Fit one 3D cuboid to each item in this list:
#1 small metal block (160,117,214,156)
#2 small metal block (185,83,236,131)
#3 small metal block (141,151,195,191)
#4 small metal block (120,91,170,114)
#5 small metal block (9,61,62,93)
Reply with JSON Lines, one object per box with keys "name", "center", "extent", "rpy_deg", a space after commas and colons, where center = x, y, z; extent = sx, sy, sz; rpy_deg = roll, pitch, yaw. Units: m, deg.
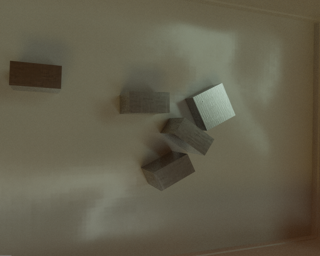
{"name": "small metal block", "center": [0.035, 0.011, 0.411], "extent": [0.050, 0.050, 0.025], "rpy_deg": [35, 79, -17]}
{"name": "small metal block", "center": [0.071, -0.030, 0.438], "extent": [0.050, 0.025, 0.050], "rpy_deg": [-27, 99, -18]}
{"name": "small metal block", "center": [0.009, 0.054, 0.402], "extent": [0.050, 0.050, 0.025], "rpy_deg": [-27, 99, -18]}
{"name": "small metal block", "center": [-0.020, -0.031, 0.391], "extent": [0.050, 0.050, 0.025], "rpy_deg": [-1, 91, -20]}
{"name": "small metal block", "center": [-0.138, -0.055, 0.346], "extent": [0.050, 0.050, 0.025], "rpy_deg": [2, 90, -20]}
